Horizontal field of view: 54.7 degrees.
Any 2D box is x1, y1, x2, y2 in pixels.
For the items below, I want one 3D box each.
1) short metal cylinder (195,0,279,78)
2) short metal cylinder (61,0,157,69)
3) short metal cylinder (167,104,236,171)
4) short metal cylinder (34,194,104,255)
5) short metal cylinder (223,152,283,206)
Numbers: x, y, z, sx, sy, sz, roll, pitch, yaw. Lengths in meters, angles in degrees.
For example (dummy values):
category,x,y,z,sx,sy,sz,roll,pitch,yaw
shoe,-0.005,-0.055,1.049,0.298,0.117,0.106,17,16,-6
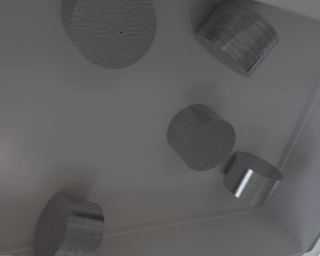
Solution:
category,x,y,z,sx,sy,sz,roll,pitch,yaw
short metal cylinder,0.087,-0.102,0.357,0.080,0.080,0.050,32,101,-38
short metal cylinder,-0.050,-0.104,0.301,0.081,0.050,0.079,-14,124,-21
short metal cylinder,0.057,0.013,0.432,0.081,0.050,0.079,-14,124,-21
short metal cylinder,-0.115,0.129,0.390,0.050,0.080,0.080,27,104,-37
short metal cylinder,0.151,0.082,0.506,0.081,0.080,0.050,10,114,-33
